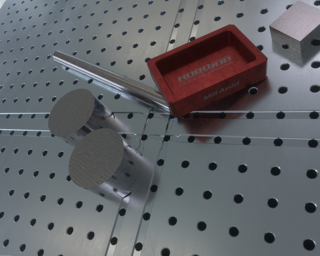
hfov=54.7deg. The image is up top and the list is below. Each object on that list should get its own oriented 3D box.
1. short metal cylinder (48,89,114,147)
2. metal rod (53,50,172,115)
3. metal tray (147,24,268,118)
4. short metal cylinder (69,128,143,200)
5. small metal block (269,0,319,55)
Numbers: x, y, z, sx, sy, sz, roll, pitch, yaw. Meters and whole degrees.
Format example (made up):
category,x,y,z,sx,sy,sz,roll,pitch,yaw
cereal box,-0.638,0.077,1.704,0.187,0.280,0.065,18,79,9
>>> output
category,x,y,z,sx,sy,sz,roll,pitch,yaw
short metal cylinder,-0.116,-0.011,0.460,0.080,0.050,0.080,-13,56,21
metal rod,-0.086,-0.083,0.503,0.300,0.025,0.025,27,76,37
metal tray,0.059,-0.077,0.404,0.131,0.030,0.090,-24,52,-3
short metal cylinder,-0.069,0.047,0.400,0.080,0.050,0.080,-13,56,21
small metal block,0.178,-0.128,0.394,0.050,0.025,0.050,-41,51,0
